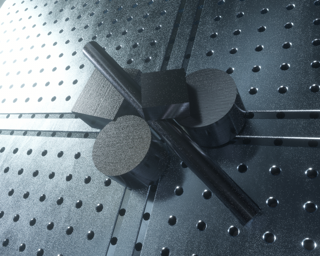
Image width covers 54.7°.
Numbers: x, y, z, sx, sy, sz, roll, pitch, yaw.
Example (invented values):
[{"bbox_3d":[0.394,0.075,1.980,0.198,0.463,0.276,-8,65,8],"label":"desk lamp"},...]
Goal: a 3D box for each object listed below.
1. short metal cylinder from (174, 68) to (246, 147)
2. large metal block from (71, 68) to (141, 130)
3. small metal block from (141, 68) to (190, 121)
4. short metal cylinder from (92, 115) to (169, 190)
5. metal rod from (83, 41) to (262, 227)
[{"bbox_3d":[0.058,-0.024,0.372,0.080,0.050,0.080,-13,56,21],"label":"short metal cylinder"},{"bbox_3d":[-0.066,-0.040,0.444,0.080,0.050,0.080,12,68,33],"label":"large metal block"},{"bbox_3d":[0.006,-0.038,0.351,0.050,0.025,0.050,-7,57,4],"label":"small metal block"},{"bbox_3d":[-0.036,0.031,0.388,0.080,0.050,0.080,-13,56,21],"label":"short metal cylinder"},{"bbox_3d":[-0.002,-0.011,0.366,0.025,0.025,0.300,-43,65,-1],"label":"metal rod"}]
